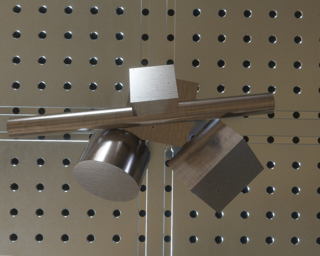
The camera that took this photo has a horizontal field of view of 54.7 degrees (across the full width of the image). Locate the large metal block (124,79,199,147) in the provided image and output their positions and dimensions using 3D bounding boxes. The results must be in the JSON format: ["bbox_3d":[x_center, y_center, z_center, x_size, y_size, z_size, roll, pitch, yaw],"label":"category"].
[{"bbox_3d":[0.000,-0.023,0.397,0.080,0.050,0.080,11,90,0],"label":"large metal block"}]

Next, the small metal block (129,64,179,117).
[{"bbox_3d":[-0.007,-0.042,0.348,0.050,0.025,0.050,-6,55,0],"label":"small metal block"}]

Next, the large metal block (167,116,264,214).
[{"bbox_3d":[0.069,0.046,0.376,0.080,0.050,0.080,-45,134,0],"label":"large metal block"}]

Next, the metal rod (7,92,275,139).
[{"bbox_3d":[-0.021,-0.014,0.360,0.302,0.025,0.025,-6,90,0],"label":"metal rod"}]

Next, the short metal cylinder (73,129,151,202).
[{"bbox_3d":[-0.057,0.046,0.376,0.080,0.079,0.050,19,47,0],"label":"short metal cylinder"}]
